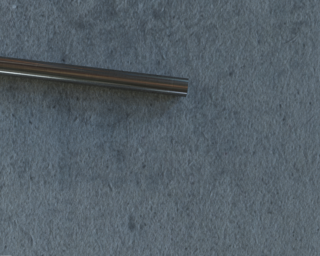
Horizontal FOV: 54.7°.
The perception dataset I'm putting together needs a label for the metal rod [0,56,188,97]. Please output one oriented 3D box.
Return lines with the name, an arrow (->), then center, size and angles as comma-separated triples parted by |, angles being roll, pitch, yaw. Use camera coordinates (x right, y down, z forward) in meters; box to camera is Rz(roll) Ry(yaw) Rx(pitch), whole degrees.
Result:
metal rod -> -0.114, -0.071, 0.408 | 0.302, 0.025, 0.025 | 7, 90, -1
